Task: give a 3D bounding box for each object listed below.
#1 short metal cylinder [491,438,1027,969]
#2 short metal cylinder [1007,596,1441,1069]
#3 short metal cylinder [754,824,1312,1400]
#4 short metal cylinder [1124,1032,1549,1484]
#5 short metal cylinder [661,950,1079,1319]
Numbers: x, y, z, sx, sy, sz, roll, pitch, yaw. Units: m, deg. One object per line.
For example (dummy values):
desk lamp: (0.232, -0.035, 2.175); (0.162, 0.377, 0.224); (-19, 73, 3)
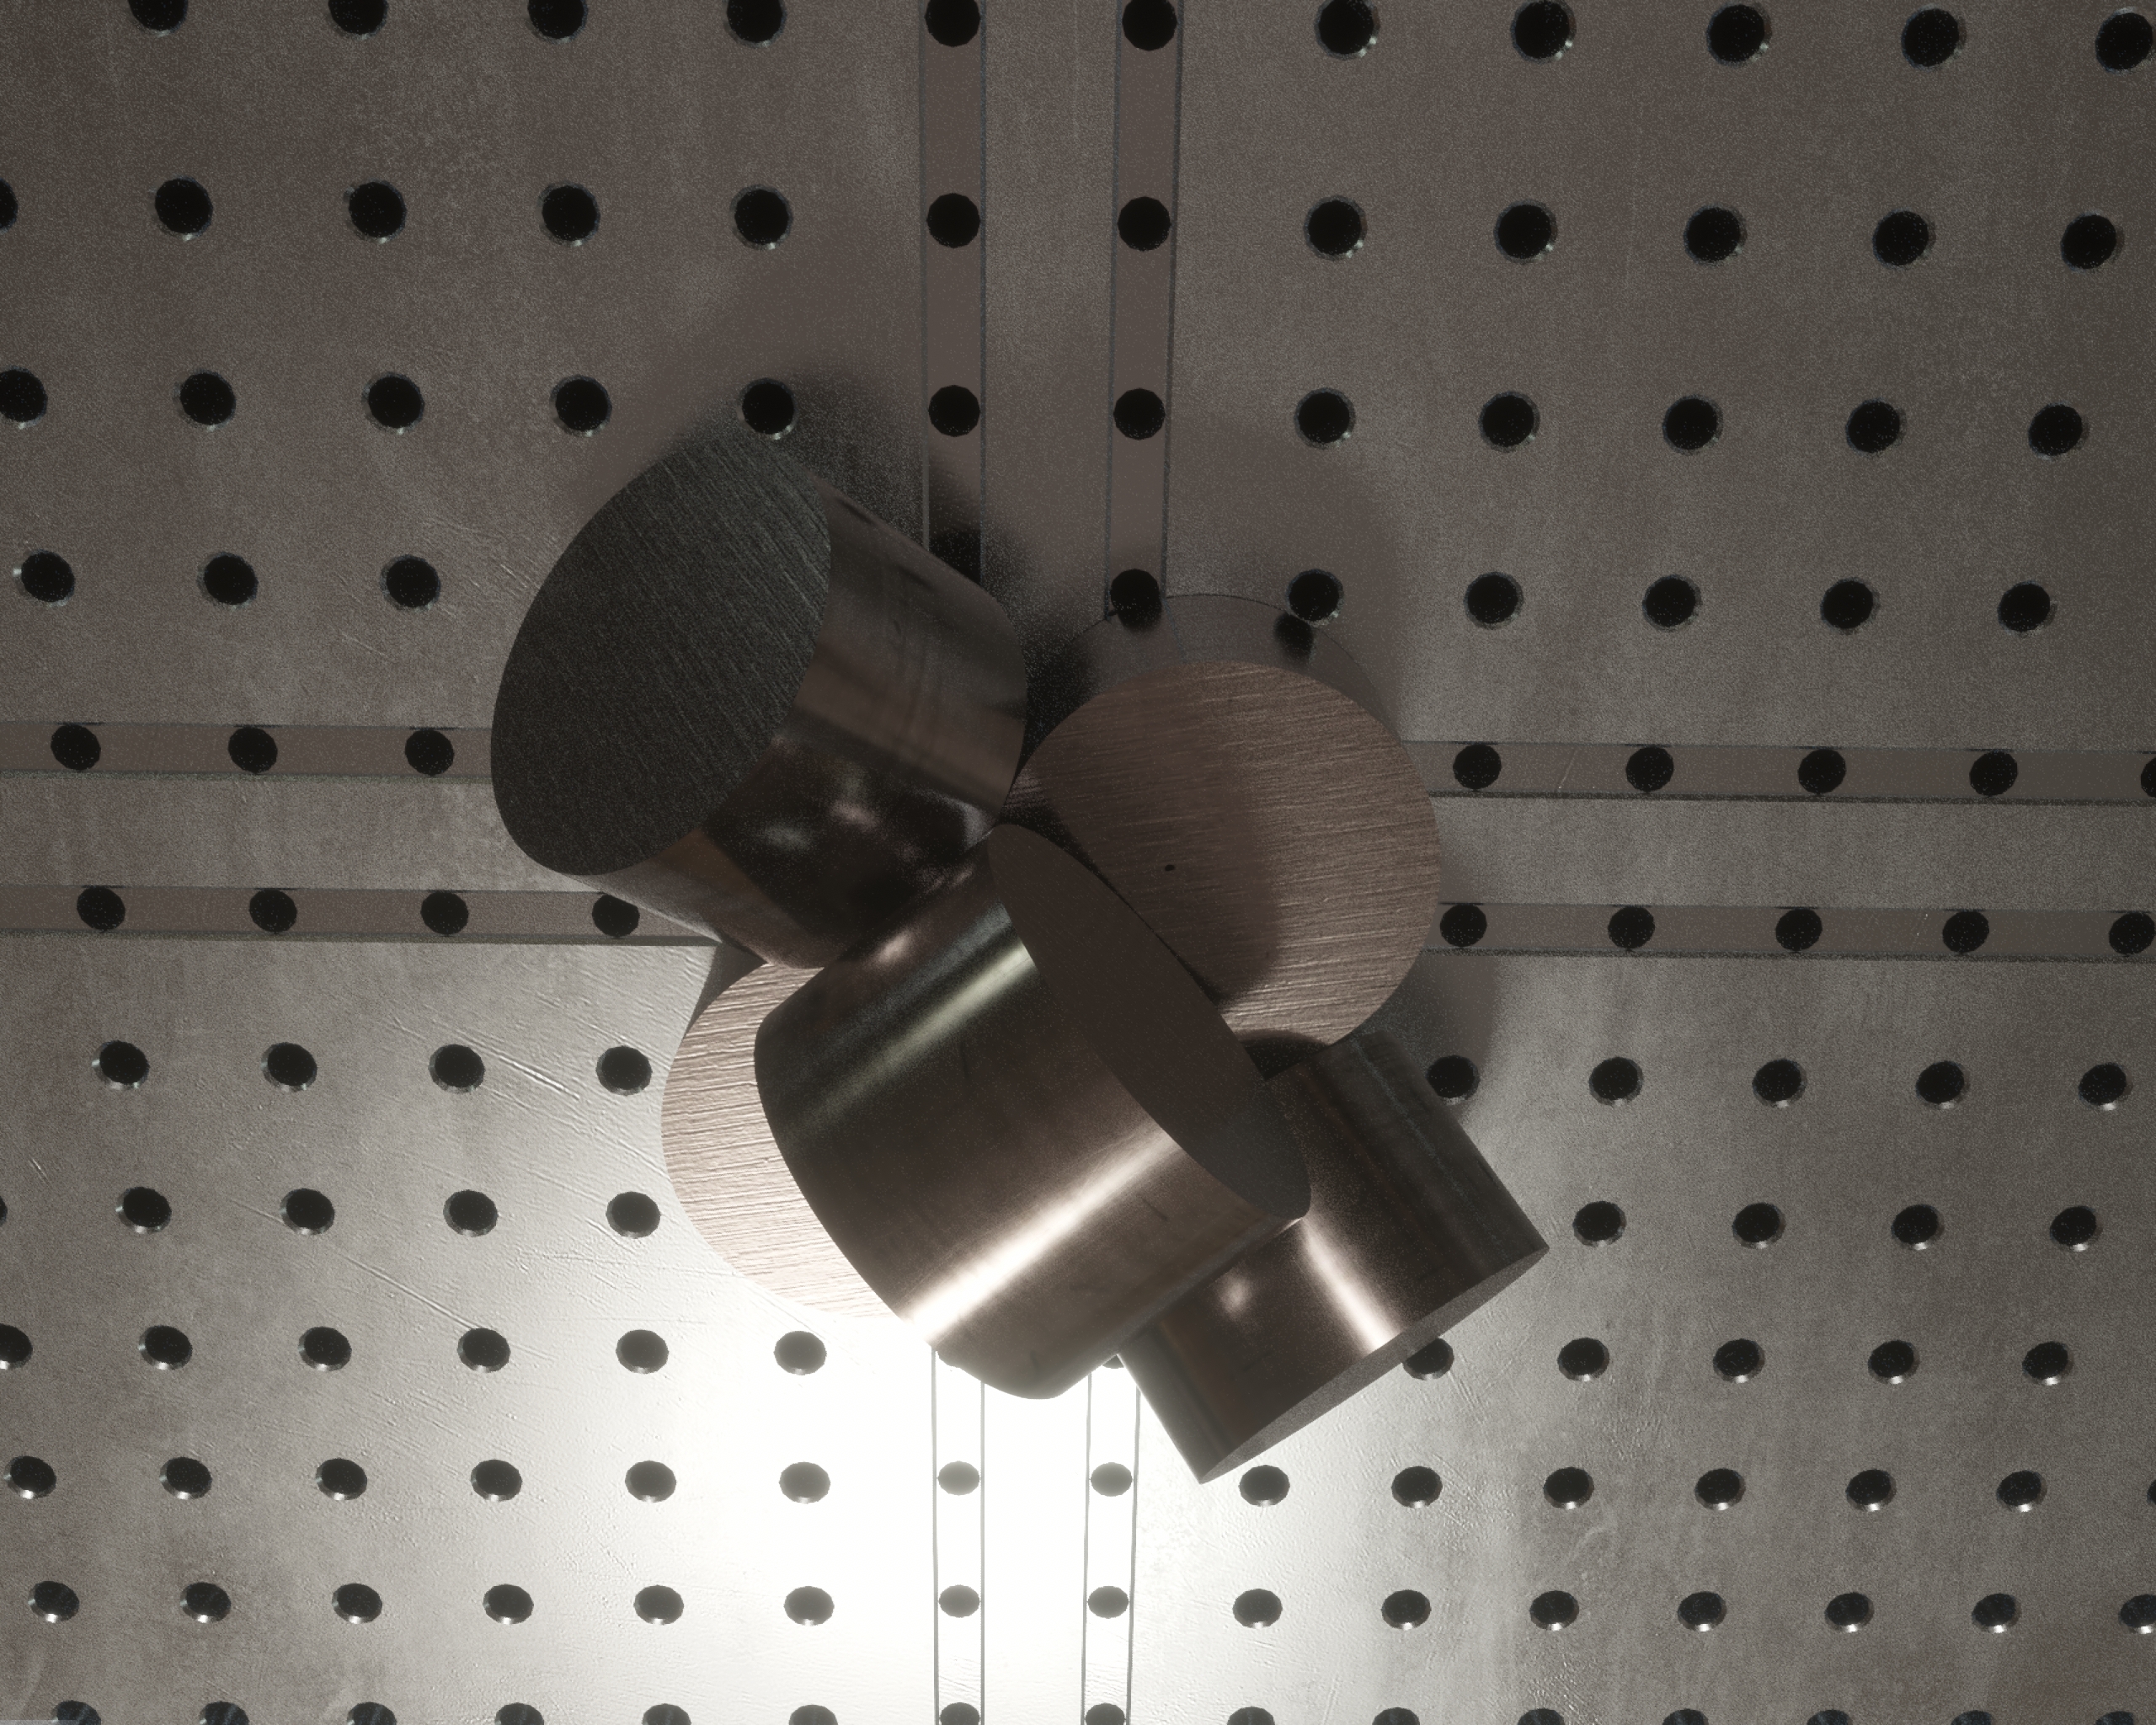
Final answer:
short metal cylinder: (-0.056, -0.027, 0.366); (0.080, 0.080, 0.050); (-44, 139, 14)
short metal cylinder: (0.025, -0.006, 0.397); (0.081, 0.050, 0.079); (0, 110, -1)
short metal cylinder: (-0.007, 0.040, 0.344); (0.050, 0.080, 0.080); (-39, 106, 13)
short metal cylinder: (0.043, 0.077, 0.405); (0.080, 0.080, 0.050); (-39, 71, 13)
short metal cylinder: (-0.038, 0.043, 0.414); (0.081, 0.050, 0.079); (0, 110, -1)
